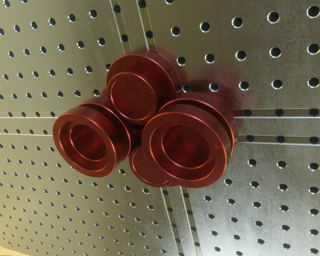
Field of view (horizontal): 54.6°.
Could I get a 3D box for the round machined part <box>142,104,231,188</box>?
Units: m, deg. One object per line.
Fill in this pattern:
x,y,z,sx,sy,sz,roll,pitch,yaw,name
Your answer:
0.032,0.017,0.352,0.098,0.042,0.097,13,124,21,round machined part

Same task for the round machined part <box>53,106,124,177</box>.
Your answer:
-0.090,0.015,0.415,0.098,0.042,0.097,13,124,21,round machined part

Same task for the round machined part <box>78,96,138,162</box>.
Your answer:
-0.074,0.000,0.439,0.098,0.042,0.097,13,124,21,round machined part

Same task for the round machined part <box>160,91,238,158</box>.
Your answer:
0.045,0.000,0.376,0.098,0.042,0.097,13,124,21,round machined part

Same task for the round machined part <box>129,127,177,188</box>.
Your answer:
-0.004,0.043,0.428,0.098,0.042,0.097,13,124,21,round machined part

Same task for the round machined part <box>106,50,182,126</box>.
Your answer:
-0.026,-0.044,0.387,0.098,0.042,0.097,13,124,21,round machined part
